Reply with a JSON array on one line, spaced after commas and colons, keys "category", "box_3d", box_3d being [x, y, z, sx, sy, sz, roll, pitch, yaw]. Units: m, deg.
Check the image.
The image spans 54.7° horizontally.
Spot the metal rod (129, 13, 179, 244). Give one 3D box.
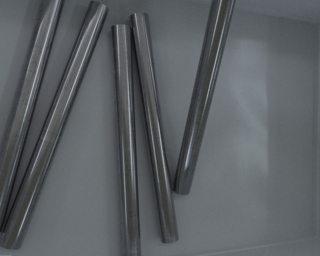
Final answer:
[{"category": "metal rod", "box_3d": [-0.007, 0.002, 0.408, 0.025, 0.025, 0.298, -9, 93, -20]}]

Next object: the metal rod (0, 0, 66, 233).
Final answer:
[{"category": "metal rod", "box_3d": [-0.153, -0.032, 0.353, 0.025, 0.025, 0.298, 15, 85, -20]}]

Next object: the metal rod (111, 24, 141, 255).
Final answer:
[{"category": "metal rod", "box_3d": [-0.043, 0.021, 0.395, 0.025, 0.025, 0.298, -3, 91, -20]}]

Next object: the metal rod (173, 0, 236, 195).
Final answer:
[{"category": "metal rod", "box_3d": [0.053, -0.050, 0.368, 0.025, 0.025, 0.298, 1, 114, -20]}]

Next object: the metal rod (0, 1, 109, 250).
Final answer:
[{"category": "metal rod", "box_3d": [-0.122, -0.009, 0.365, 0.025, 0.025, 0.299, 21, 83, -19]}]
